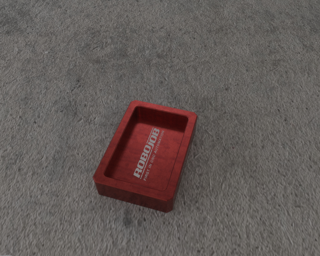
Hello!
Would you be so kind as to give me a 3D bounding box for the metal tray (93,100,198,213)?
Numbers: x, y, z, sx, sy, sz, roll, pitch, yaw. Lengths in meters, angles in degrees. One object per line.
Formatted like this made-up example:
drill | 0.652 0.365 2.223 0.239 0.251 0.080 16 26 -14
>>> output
metal tray | -0.013 0.028 0.376 0.090 0.030 0.130 13 51 10
